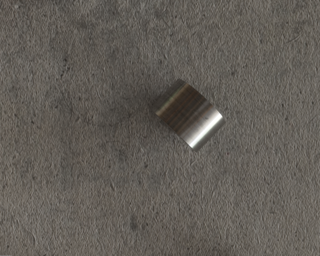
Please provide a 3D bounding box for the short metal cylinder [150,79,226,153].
[{"bbox_3d":[0.033,-0.015,0.383,0.080,0.080,0.050,44,90,0],"label":"short metal cylinder"}]
